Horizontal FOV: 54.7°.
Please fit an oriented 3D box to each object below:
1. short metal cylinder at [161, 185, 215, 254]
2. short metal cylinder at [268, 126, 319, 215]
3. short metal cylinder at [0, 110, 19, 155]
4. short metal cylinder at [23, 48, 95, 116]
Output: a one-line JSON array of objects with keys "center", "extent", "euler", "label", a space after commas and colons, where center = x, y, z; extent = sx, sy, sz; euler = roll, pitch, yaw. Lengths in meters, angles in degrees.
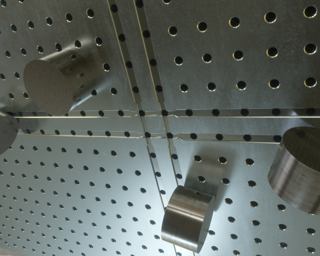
[{"center": [0.041, 0.125, 0.431], "extent": [0.050, 0.080, 0.079], "euler": [14, 124, 20], "label": "short metal cylinder"}, {"center": [0.159, 0.042, 0.318], "extent": [0.080, 0.080, 0.050], "euler": [19, 126, 16], "label": "short metal cylinder"}, {"center": [-0.293, 0.005, 0.529], "extent": [0.050, 0.080, 0.079], "euler": [26, 127, 12], "label": "short metal cylinder"}, {"center": [-0.137, -0.063, 0.426], "extent": [0.080, 0.050, 0.079], "euler": [13, 124, 20], "label": "short metal cylinder"}]
